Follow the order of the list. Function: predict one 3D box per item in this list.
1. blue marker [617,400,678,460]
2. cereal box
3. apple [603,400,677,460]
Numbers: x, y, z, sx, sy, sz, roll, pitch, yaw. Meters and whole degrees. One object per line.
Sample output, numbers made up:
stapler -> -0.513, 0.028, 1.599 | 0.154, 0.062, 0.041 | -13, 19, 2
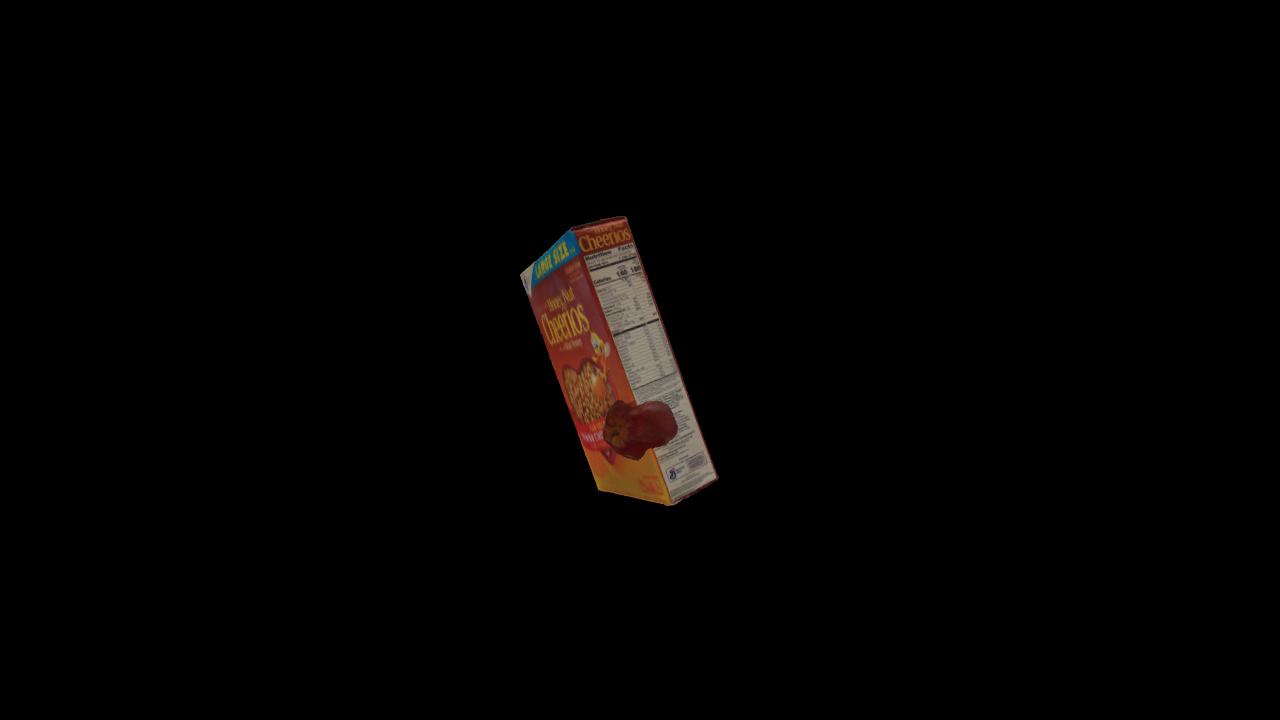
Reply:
blue marker -> -0.037, 0.010, 0.737 | 0.020, 0.121, 0.020 | -1, 21, 1
cereal box -> -0.036, 0.009, 0.725 | 0.081, 0.306, 0.203 | -22, 4, -26
apple -> 0.005, 0.069, 0.660 | 0.079, 0.079, 0.093 | 0, 10, 38
